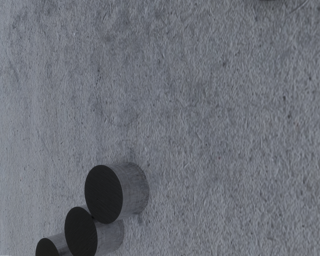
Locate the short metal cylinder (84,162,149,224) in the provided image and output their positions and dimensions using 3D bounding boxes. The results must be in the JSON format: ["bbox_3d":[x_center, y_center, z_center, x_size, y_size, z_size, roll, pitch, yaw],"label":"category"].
[{"bbox_3d":[-0.062,0.090,0.440,0.080,0.050,0.080,0,90,40],"label":"short metal cylinder"}]

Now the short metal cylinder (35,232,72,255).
[{"bbox_3d":[-0.168,0.221,0.528,0.080,0.050,0.080,0,90,40],"label":"short metal cylinder"}]

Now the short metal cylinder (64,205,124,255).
[{"bbox_3d":[-0.101,0.155,0.472,0.080,0.050,0.080,0,90,40],"label":"short metal cylinder"}]
